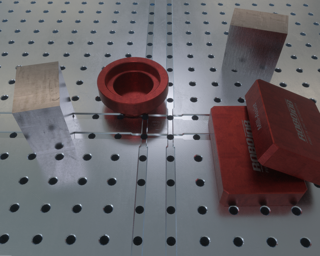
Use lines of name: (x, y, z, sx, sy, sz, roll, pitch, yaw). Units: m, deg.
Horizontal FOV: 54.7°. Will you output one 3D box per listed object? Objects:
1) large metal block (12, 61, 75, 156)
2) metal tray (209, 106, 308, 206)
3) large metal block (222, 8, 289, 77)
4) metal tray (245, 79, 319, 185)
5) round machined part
large metal block: (-0.143, -0.025, 0.391, 0.050, 0.080, 0.080, -10, 51, -8)
metal tray: (0.113, 0.029, 0.381, 0.091, 0.030, 0.130, 0, 50, -1)
large metal block: (0.146, -0.133, 0.484, 0.080, 0.080, 0.050, 13, 51, 10)
metal tray: (0.156, 0.001, 0.372, 0.091, 0.030, 0.130, 20, 40, -10)
round machined part: (-0.037, -0.055, 0.442, 0.099, 0.042, 0.098, 0, 50, 0)
